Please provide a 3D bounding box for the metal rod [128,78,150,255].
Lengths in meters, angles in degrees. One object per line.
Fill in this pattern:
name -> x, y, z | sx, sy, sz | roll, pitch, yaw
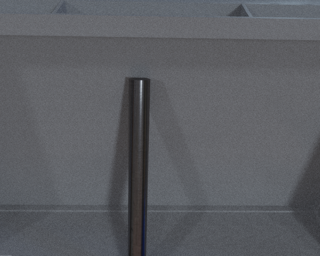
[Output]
metal rod -> -0.029, 0.086, 0.402 | 0.025, 0.025, 0.298 | 1, 105, -2
